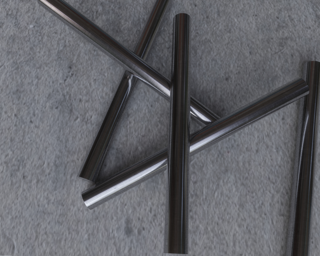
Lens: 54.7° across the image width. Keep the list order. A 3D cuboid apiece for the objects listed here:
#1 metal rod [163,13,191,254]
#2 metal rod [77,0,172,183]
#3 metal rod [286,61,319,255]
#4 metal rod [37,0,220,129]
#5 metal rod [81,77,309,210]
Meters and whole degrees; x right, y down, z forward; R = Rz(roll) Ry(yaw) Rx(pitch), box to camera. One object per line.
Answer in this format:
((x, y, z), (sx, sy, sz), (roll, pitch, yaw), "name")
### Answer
((0.023, -0.011, 0.368), (0.025, 0.025, 0.299), (3, 67, 1), "metal rod")
((-0.042, -0.068, 0.432), (0.025, 0.025, 0.299), (18, 71, 6), "metal rod")
((0.184, 0.048, 0.392), (0.025, 0.025, 0.299), (13, 70, 4), "metal rod")
((-0.035, -0.085, 0.411), (0.301, 0.025, 0.025), (37, 74, 1), "metal rod")
((0.044, 0.018, 0.381), (0.301, 0.025, 0.025), (-28, 73, -2), "metal rod")
